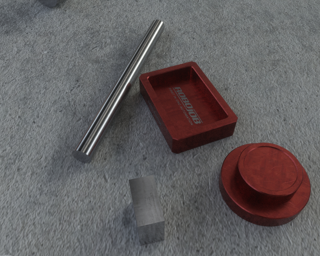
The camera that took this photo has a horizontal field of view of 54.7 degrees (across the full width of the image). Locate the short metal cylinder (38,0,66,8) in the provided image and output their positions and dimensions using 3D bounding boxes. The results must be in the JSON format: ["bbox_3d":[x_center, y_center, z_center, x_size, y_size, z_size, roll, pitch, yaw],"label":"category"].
[{"bbox_3d":[-0.214,-0.286,0.606,0.080,0.080,0.050,26,55,20],"label":"short metal cylinder"}]

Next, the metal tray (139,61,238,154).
[{"bbox_3d":[0.035,-0.034,0.428,0.091,0.030,0.130,-17,52,-14],"label":"metal tray"}]

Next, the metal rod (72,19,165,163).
[{"bbox_3d":[-0.049,-0.075,0.465,0.025,0.025,0.300,14,51,11],"label":"metal rod"}]

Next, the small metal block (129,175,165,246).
[{"bbox_3d":[-0.014,0.084,0.316,0.025,0.050,0.050,-10,51,-8],"label":"small metal block"}]

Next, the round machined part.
[{"bbox_3d":[0.118,0.055,0.347,0.099,0.042,0.098,0,50,0],"label":"round machined part"}]
